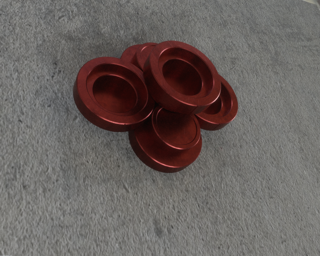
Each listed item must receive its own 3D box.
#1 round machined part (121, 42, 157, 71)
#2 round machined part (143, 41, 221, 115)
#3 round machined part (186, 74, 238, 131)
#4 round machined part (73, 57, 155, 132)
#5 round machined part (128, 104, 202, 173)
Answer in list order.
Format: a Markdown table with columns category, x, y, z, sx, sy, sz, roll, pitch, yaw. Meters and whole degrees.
| category | x | y | z | sx | sy | sz | roll | pitch | yaw |
| --- | --- | --- | --- | --- | --- | --- | --- | --- | --- |
| round machined part | -0.009 | -0.082 | 0.441 | 0.099 | 0.042 | 0.098 | 14 | 56 | -21 |
| round machined part | 0.024 | -0.058 | 0.390 | 0.099 | 0.042 | 0.098 | 14 | 56 | -21 |
| round machined part | 0.061 | -0.038 | 0.453 | 0.099 | 0.042 | 0.098 | 14 | 56 | -21 |
| round machined part | -0.059 | -0.037 | 0.386 | 0.099 | 0.042 | 0.098 | 14 | 56 | -21 |
| round machined part | 0.013 | 0.005 | 0.400 | 0.099 | 0.042 | 0.098 | 14 | 56 | -21 |
